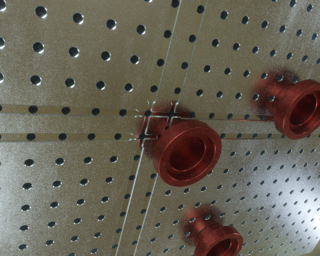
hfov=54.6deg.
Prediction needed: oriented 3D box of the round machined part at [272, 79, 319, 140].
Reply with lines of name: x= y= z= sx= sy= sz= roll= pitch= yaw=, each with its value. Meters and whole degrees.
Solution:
round machined part: x=0.223 y=-0.033 z=0.500 sx=0.099 sy=0.042 sz=0.097 roll=-14 pitch=124 yaw=-21

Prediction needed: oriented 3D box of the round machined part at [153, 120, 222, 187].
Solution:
round machined part: x=0.034 y=0.031 z=0.437 sx=0.099 sy=0.042 sz=0.097 roll=-14 pitch=124 yaw=-21

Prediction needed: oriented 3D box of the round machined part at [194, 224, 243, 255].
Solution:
round machined part: x=0.107 y=0.224 z=0.596 sx=0.099 sy=0.042 sz=0.097 roll=-14 pitch=124 yaw=-21
